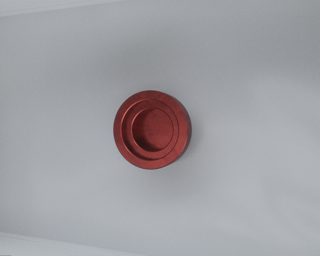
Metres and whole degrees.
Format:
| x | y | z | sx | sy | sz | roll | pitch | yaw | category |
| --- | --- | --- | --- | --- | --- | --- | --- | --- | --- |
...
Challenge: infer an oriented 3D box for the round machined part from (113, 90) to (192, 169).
| x | y | z | sx | sy | sz | roll | pitch | yaw | category |
| --- | --- | --- | --- | --- | --- | --- | --- | --- | --- |
| -0.007 | 0.002 | 0.399 | 0.098 | 0.042 | 0.097 | 0 | 90 | 19 | round machined part |
